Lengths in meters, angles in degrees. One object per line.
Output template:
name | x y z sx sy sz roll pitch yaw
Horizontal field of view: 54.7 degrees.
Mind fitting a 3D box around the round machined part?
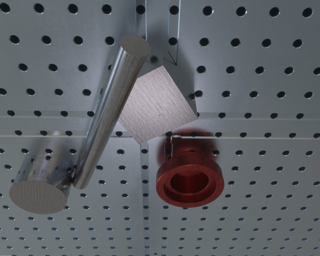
round machined part | 0.044 0.073 0.463 0.099 0.042 0.097 0 130 0

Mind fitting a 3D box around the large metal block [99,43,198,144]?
large metal block | -0.011 -0.037 0.363 0.080 0.050 0.080 -24 126 19

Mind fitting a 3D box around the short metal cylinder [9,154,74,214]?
short metal cylinder | -0.176 0.086 0.466 0.081 0.050 0.079 0 130 0

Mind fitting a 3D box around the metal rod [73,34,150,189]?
metal rod | -0.072 0.009 0.366 0.025 0.025 0.298 16 144 -14
